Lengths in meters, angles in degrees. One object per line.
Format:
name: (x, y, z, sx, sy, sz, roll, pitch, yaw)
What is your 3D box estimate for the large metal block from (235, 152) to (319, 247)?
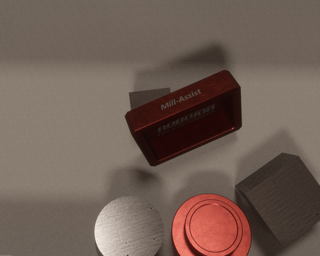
large metal block: (0.159, 0.089, 0.401, 0.080, 0.050, 0.080, -35, 90, 0)

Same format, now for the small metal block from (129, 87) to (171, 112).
small metal block: (-0.011, -0.034, 0.399, 0.050, 0.050, 0.025, -7, 90, 0)

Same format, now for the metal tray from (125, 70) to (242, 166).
metal tray: (0.033, -0.008, 0.379, 0.131, 0.090, 0.030, -24, 55, 0)

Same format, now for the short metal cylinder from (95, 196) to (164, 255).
short metal cylinder: (-0.039, 0.131, 0.381, 0.081, 0.050, 0.080, 5, 58, -8)

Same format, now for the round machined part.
round machined part: (0.063, 0.127, 0.382, 0.099, 0.042, 0.098, 0, 58, 0)
